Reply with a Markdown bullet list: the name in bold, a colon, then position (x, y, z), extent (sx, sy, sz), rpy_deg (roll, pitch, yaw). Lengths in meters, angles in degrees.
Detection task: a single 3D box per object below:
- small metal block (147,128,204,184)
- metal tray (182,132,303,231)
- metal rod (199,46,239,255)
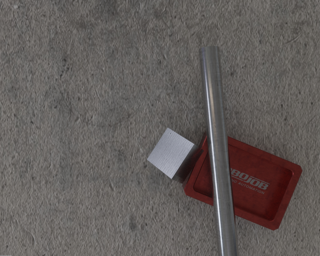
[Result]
- **small metal block**: position (0.019, 0.035, 0.397), extent (0.050, 0.025, 0.050), rpy_deg (33, 90, 43)
- **metal tray**: position (0.106, 0.067, 0.408), extent (0.131, 0.030, 0.090), rpy_deg (22, 90, 0)
- **metal rod**: position (0.074, 0.051, 0.380), extent (0.025, 0.025, 0.298), rpy_deg (-5, 90, 0)
